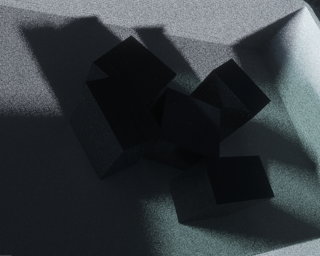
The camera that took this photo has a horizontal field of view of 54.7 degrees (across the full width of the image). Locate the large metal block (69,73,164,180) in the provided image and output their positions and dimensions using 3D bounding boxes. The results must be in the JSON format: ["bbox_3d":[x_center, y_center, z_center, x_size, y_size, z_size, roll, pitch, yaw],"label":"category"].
[{"bbox_3d":[-0.052,-0.001,0.342,0.050,0.080,0.080,-21,73,-36],"label":"large metal block"}]

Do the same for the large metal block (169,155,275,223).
[{"bbox_3d":[0.069,0.072,0.364,0.081,0.080,0.050,1,62,-28],"label":"large metal block"}]

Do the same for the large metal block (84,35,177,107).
[{"bbox_3d":[-0.038,-0.062,0.406,0.080,0.050,0.080,41,51,-1],"label":"large metal block"}]

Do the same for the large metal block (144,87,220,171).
[{"bbox_3d":[0.030,0.005,0.402,0.080,0.050,0.080,21,54,-17],"label":"large metal block"}]

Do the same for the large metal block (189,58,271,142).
[{"bbox_3d":[0.093,-0.037,0.443,0.080,0.080,0.050,49,51,6],"label":"large metal block"}]
